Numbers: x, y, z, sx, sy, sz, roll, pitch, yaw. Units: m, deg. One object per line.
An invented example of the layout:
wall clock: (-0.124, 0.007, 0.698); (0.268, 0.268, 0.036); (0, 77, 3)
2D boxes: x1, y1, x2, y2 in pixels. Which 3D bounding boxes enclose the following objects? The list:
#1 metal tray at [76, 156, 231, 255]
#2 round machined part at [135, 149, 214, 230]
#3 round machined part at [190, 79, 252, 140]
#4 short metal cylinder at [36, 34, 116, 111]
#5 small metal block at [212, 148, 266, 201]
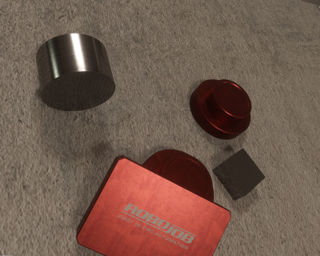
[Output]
metal tray: (-0.005, 0.095, 0.313); (0.131, 0.030, 0.090); (29, 83, -11)
round machined part: (0.023, 0.069, 0.364); (0.099, 0.042, 0.098); (14, 56, -21)
round machined part: (0.098, -0.035, 0.469); (0.099, 0.042, 0.098); (14, 56, -21)
short metal cylinder: (-0.096, -0.061, 0.355); (0.081, 0.080, 0.050); (-3, 64, -30)
small metal block: (0.109, 0.063, 0.426); (0.050, 0.025, 0.050); (-28, 77, -37)
